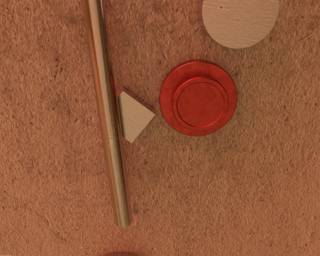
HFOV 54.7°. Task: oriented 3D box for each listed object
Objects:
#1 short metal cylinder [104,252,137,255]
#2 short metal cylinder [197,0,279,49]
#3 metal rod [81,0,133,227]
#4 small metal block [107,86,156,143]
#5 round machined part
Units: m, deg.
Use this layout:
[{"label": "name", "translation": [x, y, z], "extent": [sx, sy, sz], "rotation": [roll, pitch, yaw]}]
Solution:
[{"label": "short metal cylinder", "translation": [-0.063, 0.235, 0.466], "extent": [0.081, 0.080, 0.050], "rotation": [-1, 110, 0]}, {"label": "short metal cylinder", "translation": [0.084, -0.133, 0.348], "extent": [0.081, 0.050, 0.079], "rotation": [0, 110, 0]}, {"label": "metal rod", "translation": [-0.061, -0.010, 0.378], "extent": [0.025, 0.025, 0.298], "rotation": [-4, 110, 1]}, {"label": "small metal block", "translation": [-0.041, -0.017, 0.403], "extent": [0.050, 0.025, 0.050], "rotation": [36, 106, -13]}, {"label": "round machined part", "translation": [0.048, -0.034, 0.388], "extent": [0.099, 0.042, 0.097], "rotation": [0, 110, 0]}]
